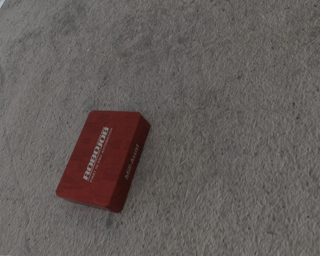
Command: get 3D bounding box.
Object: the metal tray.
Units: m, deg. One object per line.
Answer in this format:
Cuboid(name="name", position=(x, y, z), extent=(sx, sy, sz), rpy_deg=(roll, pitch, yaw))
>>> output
Cuboid(name="metal tray", position=(-0.075, 0.040, 0.417), extent=(0.090, 0.030, 0.130), rpy_deg=(4, 63, 30))
